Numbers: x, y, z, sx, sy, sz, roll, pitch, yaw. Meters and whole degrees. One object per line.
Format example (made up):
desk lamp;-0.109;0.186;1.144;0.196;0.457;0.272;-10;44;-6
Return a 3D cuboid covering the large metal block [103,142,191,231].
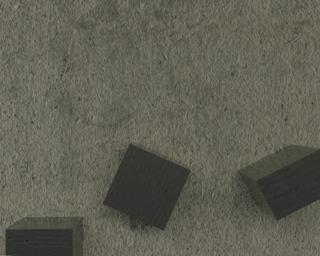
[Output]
large metal block;-0.016;0.071;0.397;0.080;0.050;0.080;24;90;0

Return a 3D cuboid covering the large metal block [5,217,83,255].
large metal block;-0.145;0.161;0.396;0.081;0.050;0.079;0;90;0

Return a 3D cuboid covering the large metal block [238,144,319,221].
large metal block;0.154;0.063;0.384;0.080;0.080;0.050;-27;90;0
